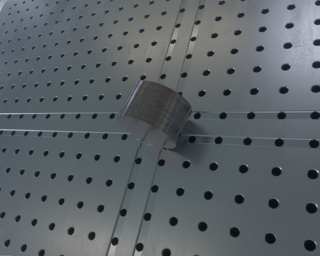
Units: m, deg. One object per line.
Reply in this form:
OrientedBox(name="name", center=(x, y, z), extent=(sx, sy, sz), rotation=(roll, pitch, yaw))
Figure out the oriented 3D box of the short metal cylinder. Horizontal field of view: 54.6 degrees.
OrientedBox(name="short metal cylinder", center=(-0.007, -0.015, 0.387), extent=(0.080, 0.080, 0.050), rotation=(14, 69, 34))
